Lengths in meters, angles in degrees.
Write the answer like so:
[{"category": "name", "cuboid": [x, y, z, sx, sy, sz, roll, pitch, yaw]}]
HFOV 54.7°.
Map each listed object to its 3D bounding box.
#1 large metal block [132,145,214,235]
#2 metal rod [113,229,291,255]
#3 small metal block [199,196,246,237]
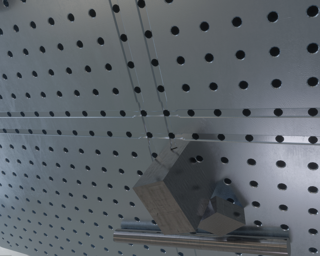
[{"category": "large metal block", "cuboid": [0.021, 0.082, 0.415, 0.050, 0.080, 0.080, -21, 107, 36]}, {"category": "metal rod", "cuboid": [0.048, 0.181, 0.497, 0.300, 0.025, 0.025, -9, 114, 32]}, {"category": "small metal block", "cuboid": [0.082, 0.125, 0.433, 0.050, 0.025, 0.050, 27, 132, -20]}]
